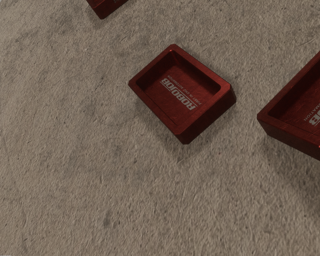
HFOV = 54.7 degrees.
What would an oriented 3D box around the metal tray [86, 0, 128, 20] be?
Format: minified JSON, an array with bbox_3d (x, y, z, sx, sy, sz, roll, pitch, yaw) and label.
[{"bbox_3d":[-0.088,-0.284,0.618,0.130,0.030,0.090,-36,51,3],"label":"metal tray"}]

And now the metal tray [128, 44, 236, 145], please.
[{"bbox_3d":[0.025,-0.050,0.416,0.090,0.030,0.130,-42,51,-1],"label":"metal tray"}]

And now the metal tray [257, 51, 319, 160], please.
[{"bbox_3d":[0.174,-0.033,0.310,0.130,0.030,0.090,-45,31,-4],"label":"metal tray"}]
